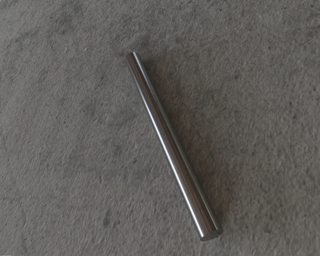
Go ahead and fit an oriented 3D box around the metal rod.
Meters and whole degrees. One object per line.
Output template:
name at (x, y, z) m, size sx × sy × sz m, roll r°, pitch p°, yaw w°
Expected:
metal rod at (0.004, -0.001, 0.401) m, size 0.025 × 0.025 × 0.300 m, roll -30°, pitch 52°, yaw 8°
